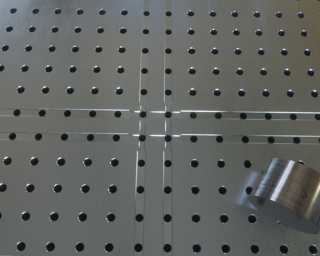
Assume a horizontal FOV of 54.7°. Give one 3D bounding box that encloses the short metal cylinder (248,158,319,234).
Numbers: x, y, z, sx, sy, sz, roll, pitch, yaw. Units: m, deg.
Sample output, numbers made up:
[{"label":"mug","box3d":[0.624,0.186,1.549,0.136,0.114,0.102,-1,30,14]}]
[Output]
[{"label":"short metal cylinder","box3d":[0.151,0.078,0.356,0.080,0.080,0.050,30,73,10]}]
